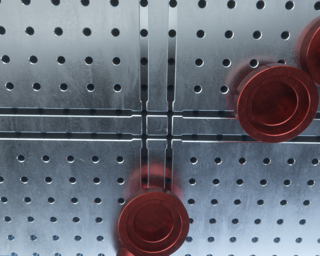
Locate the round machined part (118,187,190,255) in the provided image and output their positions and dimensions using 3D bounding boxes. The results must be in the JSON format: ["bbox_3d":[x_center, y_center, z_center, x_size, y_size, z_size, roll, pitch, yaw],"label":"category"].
[{"bbox_3d":[-0.010,0.132,0.445,0.099,0.042,0.097,-1,97,-7],"label":"round machined part"}]

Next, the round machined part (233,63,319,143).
[{"bbox_3d":[0.142,-0.033,0.393,0.099,0.042,0.097,0,110,0],"label":"round machined part"}]

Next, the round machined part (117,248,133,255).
[{"bbox_3d":[-0.036,0.211,0.465,0.098,0.042,0.098,11,148,7],"label":"round machined part"}]

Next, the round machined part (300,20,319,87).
[{"bbox_3d":[0.226,-0.090,0.373,0.099,0.042,0.097,0,110,0],"label":"round machined part"}]
